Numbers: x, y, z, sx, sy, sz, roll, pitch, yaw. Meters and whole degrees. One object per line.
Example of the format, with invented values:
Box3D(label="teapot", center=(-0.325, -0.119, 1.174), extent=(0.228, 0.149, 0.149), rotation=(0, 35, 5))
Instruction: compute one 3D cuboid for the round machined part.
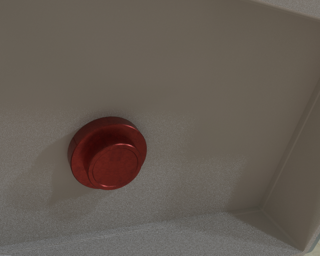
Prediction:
Box3D(label="round machined part", center=(-0.061, 0.038, 0.387), extent=(0.099, 0.042, 0.097), rotation=(-14, 124, -21))
